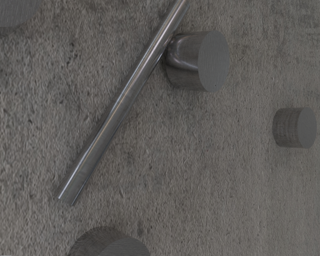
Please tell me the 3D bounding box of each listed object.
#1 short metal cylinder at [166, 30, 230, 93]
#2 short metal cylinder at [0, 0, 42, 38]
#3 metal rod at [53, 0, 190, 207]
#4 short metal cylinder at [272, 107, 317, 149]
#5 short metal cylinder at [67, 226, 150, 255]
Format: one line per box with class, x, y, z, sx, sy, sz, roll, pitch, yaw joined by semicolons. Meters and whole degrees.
short metal cylinder;0.053;-0.090;0.421;0.081;0.050;0.079;-15;109;-48
short metal cylinder;-0.149;-0.121;0.263;0.081;0.050;0.080;0;90;-40
metal rod;-0.035;-0.048;0.375;0.025;0.025;0.300;42;65;-32
short metal cylinder;0.266;0.000;0.611;0.081;0.050;0.080;0;90;-40
short metal cylinder;-0.056;0.155;0.342;0.081;0.050;0.080;0;90;-40
